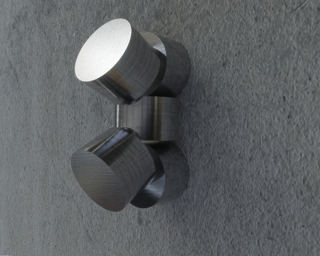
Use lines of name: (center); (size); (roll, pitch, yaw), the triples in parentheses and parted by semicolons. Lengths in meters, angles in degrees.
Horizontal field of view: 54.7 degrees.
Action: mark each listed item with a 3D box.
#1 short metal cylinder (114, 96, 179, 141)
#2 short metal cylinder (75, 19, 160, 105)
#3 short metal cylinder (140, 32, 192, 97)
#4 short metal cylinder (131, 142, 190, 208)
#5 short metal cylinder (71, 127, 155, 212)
short metal cylinder: (-0.017, -0.012, 0.386); (0.080, 0.081, 0.050); (2, 92, 40)
short metal cylinder: (-0.047, -0.073, 0.345); (0.080, 0.050, 0.080); (-19, 54, 29)
short metal cylinder: (-0.007, -0.077, 0.397); (0.080, 0.050, 0.080); (0, 90, 40)
short metal cylinder: (-0.009, 0.058, 0.398); (0.080, 0.050, 0.080); (0, 90, 40)
short metal cylinder: (-0.052, 0.046, 0.347); (0.080, 0.050, 0.079); (22, 131, 28)
